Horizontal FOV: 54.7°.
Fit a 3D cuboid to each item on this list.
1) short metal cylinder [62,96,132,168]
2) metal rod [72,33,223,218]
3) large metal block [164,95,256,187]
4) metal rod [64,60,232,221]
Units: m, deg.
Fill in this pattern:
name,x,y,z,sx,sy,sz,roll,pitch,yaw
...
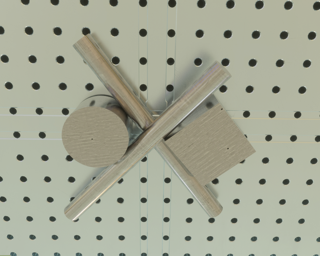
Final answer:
name,x,y,z,sx,sy,sz,roll,pitch,yaw
short metal cylinder,-0.078,0.004,0.397,0.081,0.050,0.079,0,110,0
metal rod,-0.006,0.008,0.412,0.025,0.025,0.300,-34,107,11
large metal block,0.062,0.014,0.401,0.080,0.050,0.080,-37,106,12
metal rod,-0.030,0.030,0.398,0.025,0.025,0.299,41,113,-14
